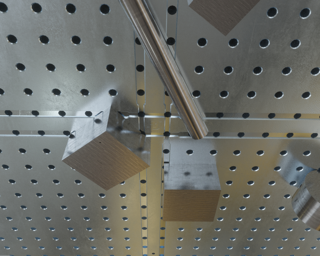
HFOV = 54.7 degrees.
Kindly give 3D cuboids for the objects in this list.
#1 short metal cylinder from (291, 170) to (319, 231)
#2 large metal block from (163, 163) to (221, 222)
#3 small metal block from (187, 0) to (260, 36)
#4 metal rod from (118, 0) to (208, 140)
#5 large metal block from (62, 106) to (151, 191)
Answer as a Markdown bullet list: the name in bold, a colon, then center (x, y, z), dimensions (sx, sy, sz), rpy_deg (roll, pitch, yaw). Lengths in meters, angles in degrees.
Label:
- **short metal cylinder**: center (0.252, 0.111, 0.474), dimensions (0.081, 0.080, 0.050), rpy_deg (6, 130, -5)
- **large metal block**: center (0.045, 0.101, 0.483), dimensions (0.081, 0.050, 0.079), rpy_deg (1, 130, -2)
- **small metal block**: center (0.063, -0.128, 0.303), dimensions (0.050, 0.025, 0.050), rpy_deg (30, 124, -24)
- **metal rod**: center (-0.010, -0.097, 0.329), dimensions (0.025, 0.025, 0.299), rpy_deg (-20, 128, 15)
- **large metal block**: center (-0.070, 0.030, 0.420), dimensions (0.080, 0.050, 0.080), rpy_deg (-32, 124, 24)
